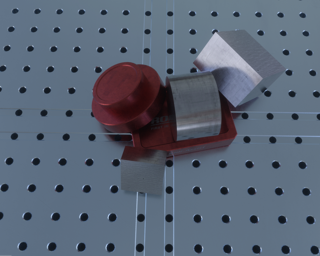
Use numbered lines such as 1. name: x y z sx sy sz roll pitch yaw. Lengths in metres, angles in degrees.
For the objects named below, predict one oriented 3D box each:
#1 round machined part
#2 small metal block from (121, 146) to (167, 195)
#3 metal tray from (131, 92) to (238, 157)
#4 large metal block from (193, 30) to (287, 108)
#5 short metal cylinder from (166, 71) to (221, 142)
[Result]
1. round machined part: -0.046 -0.045 0.395 0.098 0.042 0.098 -13 53 19
2. small metal block: -0.020 0.051 0.373 0.050 0.050 0.025 7 36 3
3. metal tray: 0.026 -0.013 0.411 0.131 0.030 0.090 -10 70 -4
4. large metal block: 0.105 -0.081 0.404 0.081 0.050 0.080 -23 68 -47
5. short metal cylinder: 0.038 -0.026 0.375 0.050 0.080 0.080 -8 70 -4
